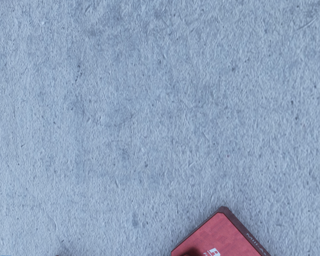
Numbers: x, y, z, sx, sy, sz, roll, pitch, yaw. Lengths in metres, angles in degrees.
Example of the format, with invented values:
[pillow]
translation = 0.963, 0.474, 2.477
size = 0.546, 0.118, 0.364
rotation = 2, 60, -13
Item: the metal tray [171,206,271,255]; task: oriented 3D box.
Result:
[metal tray]
translation = 0.088, 0.174, 0.375
size = 0.090, 0.030, 0.130
rotation = -46, 76, 14
